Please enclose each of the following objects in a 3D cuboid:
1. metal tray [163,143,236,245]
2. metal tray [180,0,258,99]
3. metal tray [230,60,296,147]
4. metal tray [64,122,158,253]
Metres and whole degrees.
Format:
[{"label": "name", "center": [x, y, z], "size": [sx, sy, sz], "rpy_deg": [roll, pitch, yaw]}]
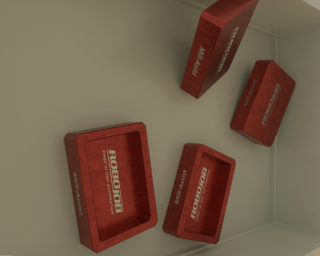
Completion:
[{"label": "metal tray", "center": [0.061, 0.096, 0.454], "size": [0.090, 0.030, 0.130], "rpy_deg": [26, 74, -37]}, {"label": "metal tray", "center": [0.076, -0.109, 0.413], "size": [0.090, 0.030, 0.129], "rpy_deg": [-43, 161, -31]}, {"label": "metal tray", "center": [0.182, -0.041, 0.540], "size": [0.090, 0.030, 0.130], "rpy_deg": [27, 84, -37]}, {"label": "metal tray", "center": [-0.053, 0.063, 0.358], "size": [0.091, 0.030, 0.129], "rpy_deg": [-12, 98, -39]}]
